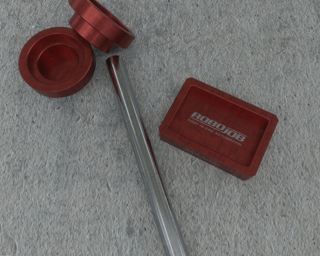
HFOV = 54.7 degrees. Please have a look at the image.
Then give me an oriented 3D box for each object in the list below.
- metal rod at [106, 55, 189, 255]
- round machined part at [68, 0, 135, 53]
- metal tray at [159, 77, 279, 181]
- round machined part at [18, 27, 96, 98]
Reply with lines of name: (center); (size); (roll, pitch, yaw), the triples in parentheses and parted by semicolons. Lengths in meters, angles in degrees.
metal rod: (-0.019, 0.037, 0.394); (0.025, 0.025, 0.299); (-17, 71, -6)
round machined part: (-0.085, -0.141, 0.427); (0.098, 0.098, 0.042); (46, 105, 14)
metal tray: (0.075, 0.000, 0.406); (0.130, 0.030, 0.090); (26, 72, 9)
round machined part: (-0.137, -0.086, 0.428); (0.099, 0.042, 0.098); (-1, 72, 2)
